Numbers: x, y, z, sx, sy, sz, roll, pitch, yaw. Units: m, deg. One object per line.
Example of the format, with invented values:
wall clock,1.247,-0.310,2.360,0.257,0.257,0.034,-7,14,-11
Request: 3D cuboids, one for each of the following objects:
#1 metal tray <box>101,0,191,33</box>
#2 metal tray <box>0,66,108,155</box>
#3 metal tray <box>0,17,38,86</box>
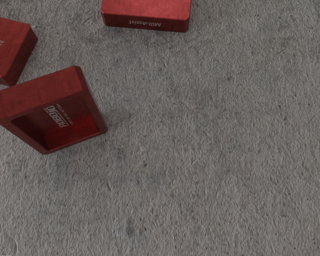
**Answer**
metal tray,-0.018,-0.198,0.478,0.131,0.030,0.090,5,70,2
metal tray,-0.117,-0.013,0.356,0.091,0.130,0.030,-21,72,-7
metal tray,-0.258,-0.119,0.447,0.131,0.030,0.090,15,71,5
